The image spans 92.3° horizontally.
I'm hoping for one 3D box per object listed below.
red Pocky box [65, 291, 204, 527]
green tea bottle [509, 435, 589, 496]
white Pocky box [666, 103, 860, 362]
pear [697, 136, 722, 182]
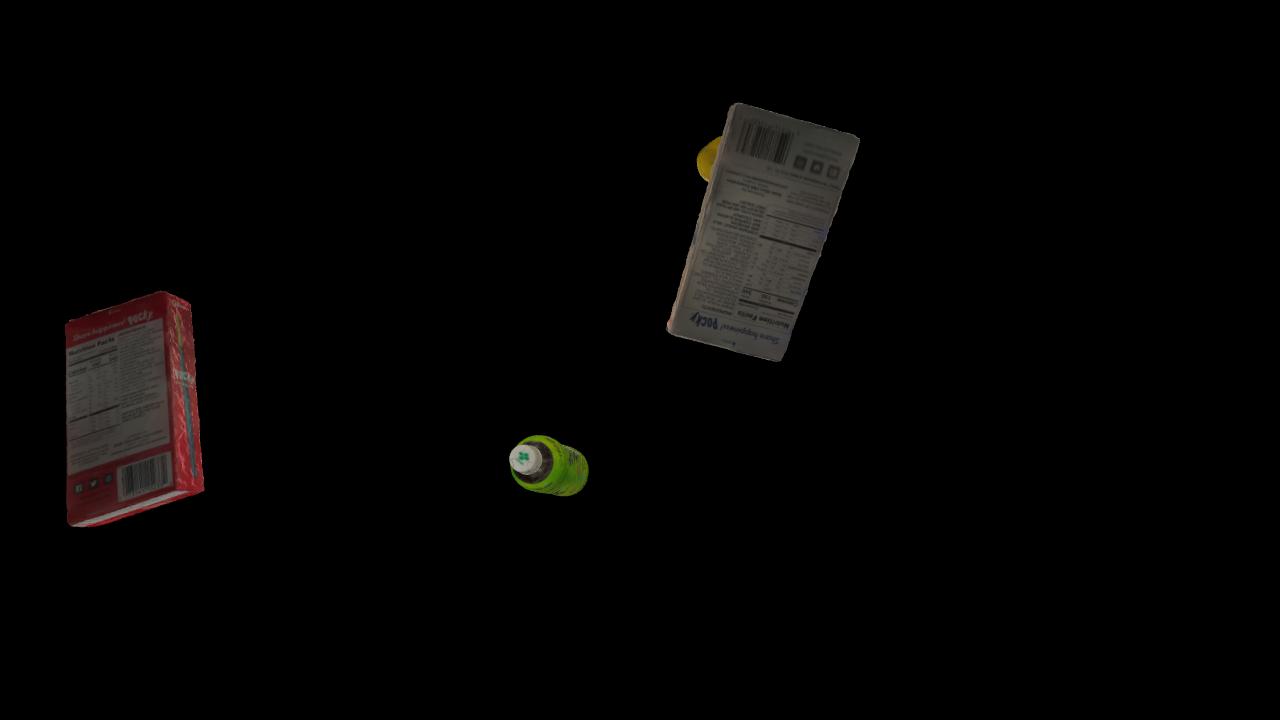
[{"bbox_3d":[-0.365,0.033,0.444,0.083,0.155,0.028,-18,-17,2],"label":"red Pocky box"},{"bbox_3d":[-0.118,0.134,0.775,0.073,0.073,0.212,0,-14,9],"label":"green tea bottle"},{"bbox_3d":[0.078,-0.081,0.410,0.084,0.154,0.028,14,17,-5],"label":"white Pocky box"},{"bbox_3d":[0.138,-0.283,0.934,0.080,0.111,0.080,-36,16,12],"label":"pear"}]
